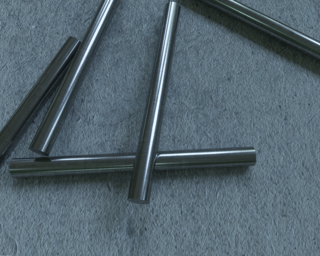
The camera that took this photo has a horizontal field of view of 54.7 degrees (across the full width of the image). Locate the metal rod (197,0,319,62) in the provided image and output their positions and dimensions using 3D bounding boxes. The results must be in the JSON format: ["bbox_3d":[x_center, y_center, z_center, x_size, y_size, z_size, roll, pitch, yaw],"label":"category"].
[{"bbox_3d":[0.161,-0.154,0.465,0.301,0.025,0.025,31,73,10],"label":"metal rod"}]

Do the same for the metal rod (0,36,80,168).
[{"bbox_3d":[-0.190,0.000,0.406,0.025,0.025,0.300,25,72,9],"label":"metal rod"}]

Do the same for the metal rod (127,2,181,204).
[{"bbox_3d":[-0.002,-0.051,0.409,0.025,0.025,0.299,8,64,3],"label":"metal rod"}]

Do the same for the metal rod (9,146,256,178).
[{"bbox_3d":[-0.032,0.043,0.391,0.302,0.025,0.025,-3,70,-1],"label":"metal rod"}]

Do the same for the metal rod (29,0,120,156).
[{"bbox_3d":[-0.105,-0.102,0.435,0.025,0.025,0.300,16,67,5],"label":"metal rod"}]
